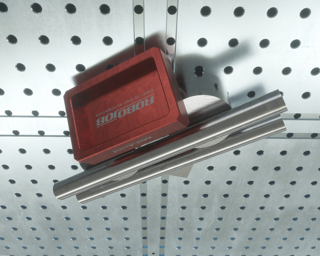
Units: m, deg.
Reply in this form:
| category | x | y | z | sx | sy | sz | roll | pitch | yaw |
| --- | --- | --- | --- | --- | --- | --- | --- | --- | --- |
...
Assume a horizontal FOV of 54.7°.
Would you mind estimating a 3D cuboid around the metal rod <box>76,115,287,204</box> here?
| category | x | y | z | sx | sy | sz | roll | pitch | yaw |
| --- | --- | --- | --- | --- | --- | --- | --- | --- | --- |
| metal rod | 0.015 | 0.046 | 0.417 | 0.300 | 0.025 | 0.025 | -22 | 127 | 17 |

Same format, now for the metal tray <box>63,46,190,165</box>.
| category | x | y | z | sx | sy | sz | roll | pitch | yaw |
| --- | --- | --- | --- | --- | --- | --- | --- | --- | --- |
| metal tray | -0.042 | -0.022 | 0.347 | 0.130 | 0.090 | 0.030 | -23 | 159 | 17 |

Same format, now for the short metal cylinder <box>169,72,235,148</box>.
| category | x | y | z | sx | sy | sz | roll | pitch | yaw |
| --- | --- | --- | --- | --- | --- | --- | --- | --- | --- |
| short metal cylinder | 0.046 | -0.021 | 0.378 | 0.081 | 0.050 | 0.079 | 0 | 130 | 0 |

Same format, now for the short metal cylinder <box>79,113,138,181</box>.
| category | x | y | z | sx | sy | sz | roll | pitch | yaw |
| --- | --- | --- | --- | --- | --- | --- | --- | --- | --- |
| short metal cylinder | -0.065 | 0.026 | 0.416 | 0.081 | 0.050 | 0.079 | 0 | 130 | 0 |

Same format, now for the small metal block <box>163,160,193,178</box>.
| category | x | y | z | sx | sy | sz | roll | pitch | yaw |
| --- | --- | --- | --- | --- | --- | --- | --- | --- | --- |
| small metal block | 0.022 | 0.043 | 0.447 | 0.050 | 0.025 | 0.050 | 11 | 129 | -10 |

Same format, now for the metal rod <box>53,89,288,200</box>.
| category | x | y | z | sx | sy | sz | roll | pitch | yaw |
| --- | --- | --- | --- | --- | --- | --- | --- | --- | --- |
| metal rod | -0.003 | 0.028 | 0.368 | 0.300 | 0.025 | 0.025 | -23 | 127 | 18 |
